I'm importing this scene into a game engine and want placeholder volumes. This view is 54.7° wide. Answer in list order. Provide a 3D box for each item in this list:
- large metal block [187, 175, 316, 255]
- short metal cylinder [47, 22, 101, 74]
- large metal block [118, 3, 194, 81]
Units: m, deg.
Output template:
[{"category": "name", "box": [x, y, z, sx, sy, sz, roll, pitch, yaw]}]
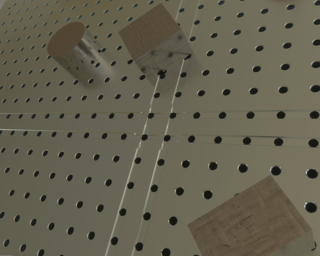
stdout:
[{"category": "large metal block", "box": [0.082, 0.095, 0.271, 0.080, 0.080, 0.050, -33, 52, 6]}, {"category": "short metal cylinder", "box": [-0.155, -0.145, 0.563, 0.080, 0.050, 0.080, -13, 56, 21]}, {"category": "large metal block", "box": [-0.007, -0.133, 0.478, 0.080, 0.050, 0.080, -32, 52, 7]}]
